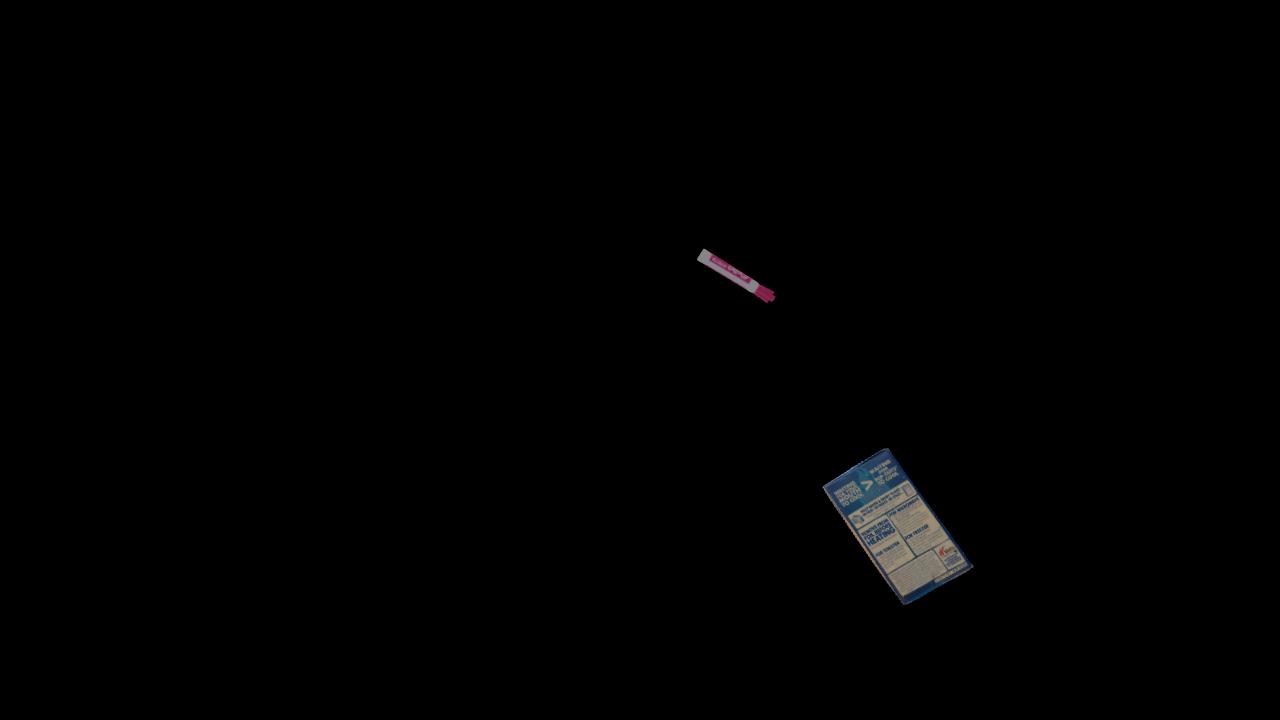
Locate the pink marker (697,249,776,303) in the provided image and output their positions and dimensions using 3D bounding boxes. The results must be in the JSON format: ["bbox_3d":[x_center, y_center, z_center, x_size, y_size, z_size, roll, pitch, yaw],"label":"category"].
[{"bbox_3d":[0.135,-0.116,0.858,0.121,0.020,0.020,32,1,1],"label":"pink marker"}]

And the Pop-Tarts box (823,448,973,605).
[{"bbox_3d":[0.286,0.185,0.710,0.083,0.141,0.167,-34,-19,6],"label":"Pop-Tarts box"}]
